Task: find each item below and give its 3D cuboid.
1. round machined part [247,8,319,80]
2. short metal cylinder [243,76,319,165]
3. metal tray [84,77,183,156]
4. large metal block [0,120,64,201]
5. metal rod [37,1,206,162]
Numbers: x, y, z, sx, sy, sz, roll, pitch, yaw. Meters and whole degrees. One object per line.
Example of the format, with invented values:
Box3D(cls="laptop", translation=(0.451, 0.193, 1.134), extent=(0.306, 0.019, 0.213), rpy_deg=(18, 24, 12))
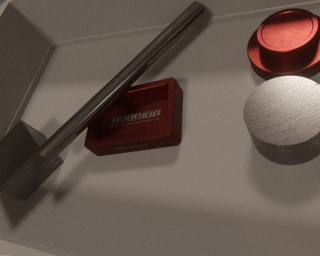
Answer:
Box3D(cls="round machined part", translation=(0.156, -0.106, 0.378), extent=(0.098, 0.042, 0.098), rpy_deg=(-13, 56, 20))
Box3D(cls="short metal cylinder", translation=(0.133, -0.007, 0.324), extent=(0.080, 0.050, 0.080), rpy_deg=(-13, 56, 20))
Box3D(cls="metal tray", translation=(-0.036, -0.014, 0.428), extent=(0.130, 0.030, 0.090), rpy_deg=(-9, 58, 22))
Box3D(cls="large metal block", translation=(-0.206, 0.048, 0.466), extent=(0.080, 0.050, 0.080), rpy_deg=(-47, 52, -5))
Box3D(cls="metal rod", translation=(-0.050, -0.068, 0.432), extent=(0.300, 0.025, 0.025), rpy_deg=(-44, 51, -5))
